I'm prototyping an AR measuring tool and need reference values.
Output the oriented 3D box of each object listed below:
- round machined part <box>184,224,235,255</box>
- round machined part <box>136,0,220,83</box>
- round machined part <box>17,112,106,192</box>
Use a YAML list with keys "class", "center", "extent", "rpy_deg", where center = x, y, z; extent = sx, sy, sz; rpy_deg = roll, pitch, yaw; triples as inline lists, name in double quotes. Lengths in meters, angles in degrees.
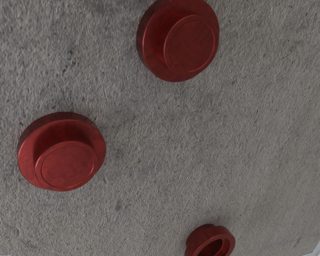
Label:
- class: "round machined part"
  center: [0.088, 0.219, 0.579]
  extent: [0.099, 0.042, 0.097]
  rpy_deg: [-14, 124, -21]
- class: "round machined part"
  center: [0.027, -0.097, 0.350]
  extent: [0.099, 0.042, 0.097]
  rpy_deg: [-14, 124, -21]
- class: "round machined part"
  center: [-0.109, 0.034, 0.357]
  extent: [0.099, 0.042, 0.097]
  rpy_deg: [-14, 124, -21]
